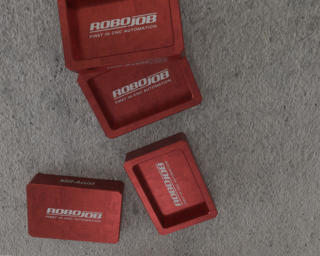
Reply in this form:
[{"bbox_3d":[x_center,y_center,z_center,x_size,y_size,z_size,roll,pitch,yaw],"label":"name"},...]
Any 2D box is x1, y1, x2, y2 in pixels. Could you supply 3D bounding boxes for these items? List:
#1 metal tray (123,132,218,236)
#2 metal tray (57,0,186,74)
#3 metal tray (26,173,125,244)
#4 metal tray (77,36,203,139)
[{"bbox_3d":[0.017,0.081,0.436,0.090,0.030,0.129,-22,109,7],"label":"metal tray"},{"bbox_3d":[-0.042,-0.114,0.342,0.131,0.030,0.089,-7,90,7],"label":"metal tray"},{"bbox_3d":[-0.121,0.117,0.449,0.131,0.030,0.089,6,110,-3],"label":"metal tray"},{"bbox_3d":[-0.024,-0.051,0.387,0.130,0.030,0.090,-22,109,7],"label":"metal tray"}]
